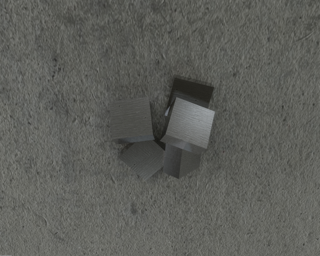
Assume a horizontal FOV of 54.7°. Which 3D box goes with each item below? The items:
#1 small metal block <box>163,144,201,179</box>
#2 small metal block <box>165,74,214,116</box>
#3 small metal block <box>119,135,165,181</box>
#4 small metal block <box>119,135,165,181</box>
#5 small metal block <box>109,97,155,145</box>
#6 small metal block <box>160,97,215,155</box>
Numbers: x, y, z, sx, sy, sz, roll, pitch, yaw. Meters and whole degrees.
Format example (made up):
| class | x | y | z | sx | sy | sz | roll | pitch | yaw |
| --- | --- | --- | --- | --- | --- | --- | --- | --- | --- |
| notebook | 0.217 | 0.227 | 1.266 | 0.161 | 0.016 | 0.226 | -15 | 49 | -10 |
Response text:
| class | x | y | z | sx | sy | sz | roll | pitch | yaw |
| --- | --- | --- | --- | --- | --- | --- | --- | --- | --- |
| small metal block | 0.031 | 0.032 | 0.408 | 0.025 | 0.050 | 0.050 | 19 | 114 | 34 |
| small metal block | 0.036 | -0.037 | 0.398 | 0.050 | 0.025 | 0.050 | 13 | 110 | -5 |
| small metal block | -0.019 | 0.035 | 0.424 | 0.050 | 0.025 | 0.050 | -43 | 105 | 14 |
| small metal block | -0.019 | 0.035 | 0.424 | 0.050 | 0.025 | 0.050 | -43 | 105 | 14 |
| small metal block | -0.035 | -0.009 | 0.394 | 0.050 | 0.025 | 0.050 | -7 | 72 | 2 |
| small metal block | 0.033 | -0.002 | 0.370 | 0.050 | 0.025 | 0.050 | 20 | 65 | -8 |
